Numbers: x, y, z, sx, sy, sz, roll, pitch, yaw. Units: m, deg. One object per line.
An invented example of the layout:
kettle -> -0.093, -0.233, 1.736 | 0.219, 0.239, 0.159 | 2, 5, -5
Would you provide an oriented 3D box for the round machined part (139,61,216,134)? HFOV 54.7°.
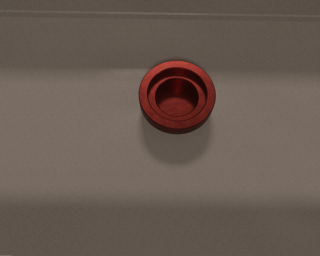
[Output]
round machined part -> 0.022, -0.037, 0.415 | 0.099, 0.042, 0.098 | 0, 70, -1
